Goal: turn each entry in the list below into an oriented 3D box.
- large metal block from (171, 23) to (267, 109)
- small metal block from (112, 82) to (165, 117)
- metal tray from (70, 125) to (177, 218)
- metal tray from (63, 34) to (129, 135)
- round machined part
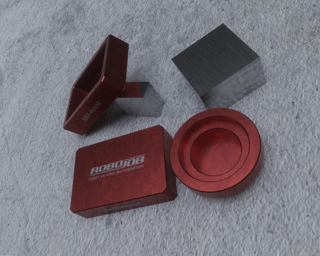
[{"bbox_3d":[0.074,-0.073,0.394,0.080,0.050,0.080,-34,51,6],"label":"large metal block"},{"bbox_3d":[-0.029,-0.039,0.427,0.050,0.050,0.025,3,64,29],"label":"small metal block"},{"bbox_3d":[-0.047,0.056,0.391,0.130,0.030,0.090,-16,55,18],"label":"metal tray"},{"bbox_3d":[-0.093,-0.058,0.442,0.129,0.030,0.090,-39,39,41],"label":"metal tray"},{"bbox_3d":[0.064,0.030,0.341,0.098,0.042,0.098,-13,56,21],"label":"round machined part"}]
